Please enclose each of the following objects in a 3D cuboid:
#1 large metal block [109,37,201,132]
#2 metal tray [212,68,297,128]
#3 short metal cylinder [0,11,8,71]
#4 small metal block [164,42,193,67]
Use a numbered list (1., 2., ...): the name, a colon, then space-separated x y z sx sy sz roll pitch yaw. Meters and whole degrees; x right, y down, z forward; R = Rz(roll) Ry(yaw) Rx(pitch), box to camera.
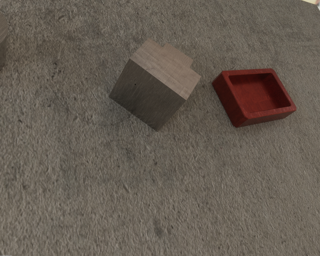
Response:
1. large metal block: -0.008 -0.053 0.398 0.080 0.080 0.050 36 51 -5
2. metal tray: 0.160 -0.054 0.522 0.131 0.030 0.090 -9 67 -33
3. short metal cylinder: -0.210 -0.096 0.334 0.081 0.050 0.080 14 56 -21
4. small metal block: 0.017 -0.096 0.473 0.050 0.025 0.050 32 51 -8
